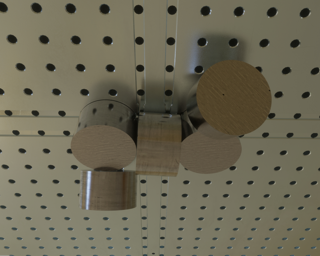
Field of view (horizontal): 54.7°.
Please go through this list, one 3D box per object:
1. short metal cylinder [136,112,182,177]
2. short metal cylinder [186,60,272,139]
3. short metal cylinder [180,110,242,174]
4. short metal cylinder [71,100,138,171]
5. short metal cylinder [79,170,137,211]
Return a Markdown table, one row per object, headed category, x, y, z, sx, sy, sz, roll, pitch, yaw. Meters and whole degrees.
| category | x | y | z | sx | sy | sz | roll | pitch | yaw |
| --- | --- | --- | --- | --- | --- | --- | --- | --- | --- |
| short metal cylinder | -0.003 | 0.021 | 0.393 | 0.050 | 0.080 | 0.079 | 4 | 130 | -4 |
| short metal cylinder | 0.074 | -0.029 | 0.343 | 0.081 | 0.080 | 0.050 | 7 | 171 | -6 |
| short metal cylinder | 0.062 | 0.015 | 0.408 | 0.081 | 0.050 | 0.079 | 0 | 130 | 0 |
| short metal cylinder | -0.070 | 0.011 | 0.402 | 0.081 | 0.050 | 0.079 | 0 | 130 | 0 |
| short metal cylinder | -0.073 | 0.085 | 0.440 | 0.081 | 0.050 | 0.080 | 1 | 174 | 0 |
